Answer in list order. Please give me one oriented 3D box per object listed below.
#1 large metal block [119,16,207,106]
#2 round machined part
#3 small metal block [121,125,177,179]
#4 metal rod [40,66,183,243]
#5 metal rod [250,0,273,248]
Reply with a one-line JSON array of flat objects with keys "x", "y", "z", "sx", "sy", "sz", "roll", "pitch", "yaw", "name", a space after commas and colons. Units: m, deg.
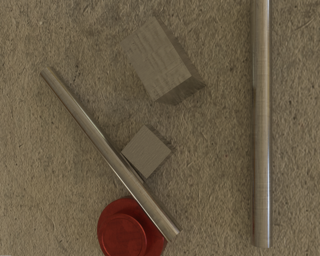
[{"x": 0.007, "y": -0.076, "z": 0.377, "sx": 0.050, "sy": 0.080, "sz": 0.080, "roll": -33, "pitch": 80, "yaw": 17, "name": "large metal block"}, {"x": -0.042, "y": 0.143, "z": 0.414, "sx": 0.098, "sy": 0.042, "sz": 0.097, "roll": 0, "pitch": 90, "yaw": 19, "name": "round machined part"}, {"x": -0.015, "y": 0.031, "z": 0.413, "sx": 0.050, "sy": 0.025, "sz": 0.050, "roll": 44, "pitch": 103, "yaw": 14, "name": "small metal block"}, {"x": -0.075, "y": 0.025, "z": 0.423, "sx": 0.025, "sy": 0.025, "sz": 0.300, "roll": -46, "pitch": 72, "yaw": 14, "name": "metal rod"}, {"x": 0.120, "y": -0.012, "z": 0.366, "sx": 0.025, "sy": 0.025, "sz": 0.298, "roll": 0, "pitch": 90, "yaw": 19, "name": "metal rod"}]
